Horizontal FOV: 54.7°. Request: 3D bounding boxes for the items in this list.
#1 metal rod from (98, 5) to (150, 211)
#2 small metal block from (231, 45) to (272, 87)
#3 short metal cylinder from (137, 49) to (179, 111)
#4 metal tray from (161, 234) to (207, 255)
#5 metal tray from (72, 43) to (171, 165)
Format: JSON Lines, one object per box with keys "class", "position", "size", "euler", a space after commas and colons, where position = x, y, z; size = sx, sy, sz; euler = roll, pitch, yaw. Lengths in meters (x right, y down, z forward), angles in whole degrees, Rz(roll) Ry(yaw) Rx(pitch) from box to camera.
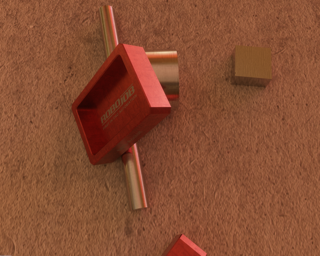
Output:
{"class": "metal rod", "position": [-0.053, -0.040, 0.422], "size": [0.025, 0.025, 0.299], "euler": [-10, 70, -4]}
{"class": "small metal block", "position": [0.130, -0.088, 0.442], "size": [0.050, 0.025, 0.050], "euler": [5, 70, 1]}
{"class": "short metal cylinder", "position": [-0.004, -0.061, 0.401], "size": [0.050, 0.080, 0.080], "euler": [-2, 70, -1]}
{"class": "metal tray", "position": [-0.008, 0.170, 0.311], "size": [0.030, 0.090, 0.130], "euler": [37, 74, 12]}
{"class": "metal tray", "position": [-0.052, -0.023, 0.365], "size": [0.030, 0.129, 0.090], "euler": [-4, 63, -45]}
